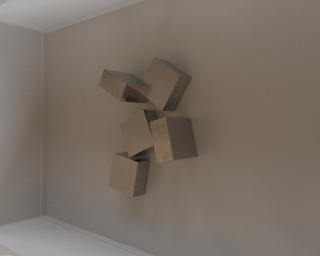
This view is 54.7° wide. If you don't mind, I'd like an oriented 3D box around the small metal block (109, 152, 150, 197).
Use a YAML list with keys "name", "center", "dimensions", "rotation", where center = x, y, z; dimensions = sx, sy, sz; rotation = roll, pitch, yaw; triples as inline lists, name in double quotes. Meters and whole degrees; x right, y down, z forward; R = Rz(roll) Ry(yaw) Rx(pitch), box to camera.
- name: "small metal block"
  center: [-0.044, 0.065, 0.444]
  dimensions: [0.050, 0.025, 0.050]
  rotation: [14, 99, 39]

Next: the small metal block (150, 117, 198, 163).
- name: "small metal block"
  center: [0.018, 0.014, 0.376]
  dimensions: [0.025, 0.050, 0.050]
  rotation: [-17, 80, 39]

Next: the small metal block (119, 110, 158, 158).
- name: "small metal block"
  center: [-0.024, 0.008, 0.427]
  dimensions: [0.050, 0.025, 0.050]
  rotation: [-29, 72, 36]

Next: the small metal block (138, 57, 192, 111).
- name: "small metal block"
  center: [0.006, -0.056, 0.402]
  dimensions: [0.050, 0.025, 0.050]
  rotation: [41, 115, 32]

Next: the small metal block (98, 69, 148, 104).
- name: "small metal block"
  center: [-0.048, -0.058, 0.430]
  dimensions: [0.050, 0.050, 0.025]
  rotation: [36, 112, 34]
